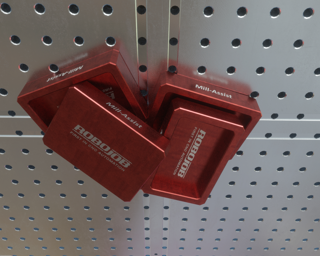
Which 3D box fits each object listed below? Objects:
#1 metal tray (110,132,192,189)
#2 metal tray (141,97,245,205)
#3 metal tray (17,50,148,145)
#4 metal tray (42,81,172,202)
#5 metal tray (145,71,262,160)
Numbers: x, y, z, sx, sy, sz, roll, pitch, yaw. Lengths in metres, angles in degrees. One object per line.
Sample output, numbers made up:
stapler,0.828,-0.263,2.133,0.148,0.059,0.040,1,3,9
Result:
metal tray,-0.019,0.050,0.450,0.131,0.030,0.089,20,127,-17
metal tray,0.037,0.034,0.397,0.091,0.030,0.129,16,117,-13
metal tray,-0.092,-0.030,0.381,0.130,0.030,0.090,-17,128,14
metal tray,-0.064,0.017,0.369,0.130,0.030,0.090,36,116,-1
metal tray,0.050,-0.011,0.397,0.131,0.030,0.089,15,128,-12
